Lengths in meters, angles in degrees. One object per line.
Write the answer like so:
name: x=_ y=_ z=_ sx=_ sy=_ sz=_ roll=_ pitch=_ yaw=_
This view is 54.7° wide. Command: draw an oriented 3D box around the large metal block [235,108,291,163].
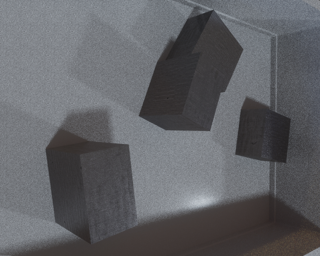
large metal block: x=0.181 y=0.015 z=0.542 sx=0.081 sy=0.050 sz=0.080 roll=15 pitch=81 yaw=-39

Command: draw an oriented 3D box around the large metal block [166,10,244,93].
large metal block: x=0.066 y=-0.105 z=0.445 sx=0.080 sy=0.050 sz=0.080 roll=40 pitch=66 yaw=-33

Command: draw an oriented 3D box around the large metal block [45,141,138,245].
large metal block: x=-0.070 y=0.058 z=0.312 sx=0.050 sy=0.080 sz=0.079 roll=-10 pitch=97 yaw=-40

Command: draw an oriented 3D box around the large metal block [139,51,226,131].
large metal block: x=0.028 y=-0.043 z=0.394 sx=0.050 sy=0.080 sz=0.080 roll=28 pitch=73 yaw=-37
